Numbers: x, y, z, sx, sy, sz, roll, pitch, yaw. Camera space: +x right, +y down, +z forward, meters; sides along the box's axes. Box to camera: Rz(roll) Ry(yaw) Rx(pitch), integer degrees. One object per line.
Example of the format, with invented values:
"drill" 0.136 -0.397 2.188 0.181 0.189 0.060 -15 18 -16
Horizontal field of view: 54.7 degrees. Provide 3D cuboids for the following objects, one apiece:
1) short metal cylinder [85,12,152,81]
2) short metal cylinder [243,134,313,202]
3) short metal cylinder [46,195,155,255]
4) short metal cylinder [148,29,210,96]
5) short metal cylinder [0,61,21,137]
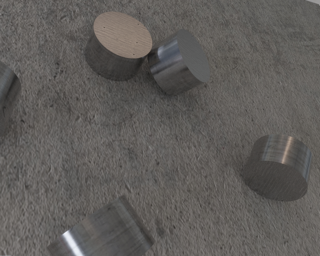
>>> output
"short metal cylinder" -0.057 -0.111 0.424 0.081 0.050 0.080 13 56 -21
"short metal cylinder" 0.160 0.055 0.421 0.080 0.080 0.050 37 51 -4
"short metal cylinder" -0.052 0.104 0.277 0.081 0.080 0.050 -28 77 -37
"short metal cylinder" 0.028 -0.092 0.439 0.080 0.050 0.080 33 46 -41
"short metal cylinder" -0.180 -0.030 0.290 0.081 0.080 0.050 17 55 -19
